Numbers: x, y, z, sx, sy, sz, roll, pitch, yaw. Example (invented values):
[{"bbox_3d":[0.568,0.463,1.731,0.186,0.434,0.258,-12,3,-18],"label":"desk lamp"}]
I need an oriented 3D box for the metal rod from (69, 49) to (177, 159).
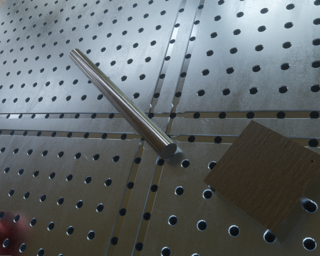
[{"bbox_3d":[-0.072,-0.053,0.478,0.025,0.025,0.300,-44,51,-2],"label":"metal rod"}]

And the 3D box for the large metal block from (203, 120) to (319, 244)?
[{"bbox_3d":[0.105,0.051,0.306,0.080,0.050,0.080,34,81,38],"label":"large metal block"}]
